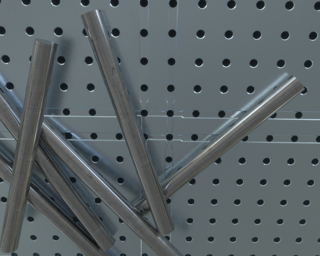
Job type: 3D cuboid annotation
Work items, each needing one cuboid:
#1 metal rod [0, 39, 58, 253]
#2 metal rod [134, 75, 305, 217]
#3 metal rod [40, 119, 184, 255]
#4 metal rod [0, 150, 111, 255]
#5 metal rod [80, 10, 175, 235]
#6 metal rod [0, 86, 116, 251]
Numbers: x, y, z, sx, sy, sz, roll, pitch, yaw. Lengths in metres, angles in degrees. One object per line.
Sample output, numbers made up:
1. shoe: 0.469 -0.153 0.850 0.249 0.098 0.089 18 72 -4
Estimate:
1. metal rod: -0.173 0.037 0.397 0.025 0.025 0.298 16 109 -6
2. metal rod: 0.065 0.038 0.427 0.300 0.025 0.025 -41 105 13
3. metal rod: -0.058 0.104 0.429 0.025 0.025 0.300 -42 97 14
4. metal rod: -0.163 0.120 0.456 0.025 0.025 0.300 -36 106 12
5. metal rod: -0.036 0.004 0.398 0.025 0.025 0.299 -17 104 6
6. metal rod: -0.153 0.057 0.433 0.025 0.025 0.299 -28 108 10
